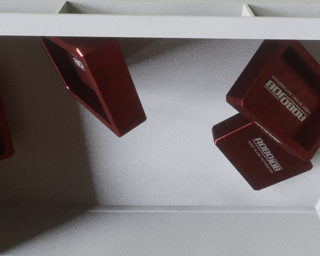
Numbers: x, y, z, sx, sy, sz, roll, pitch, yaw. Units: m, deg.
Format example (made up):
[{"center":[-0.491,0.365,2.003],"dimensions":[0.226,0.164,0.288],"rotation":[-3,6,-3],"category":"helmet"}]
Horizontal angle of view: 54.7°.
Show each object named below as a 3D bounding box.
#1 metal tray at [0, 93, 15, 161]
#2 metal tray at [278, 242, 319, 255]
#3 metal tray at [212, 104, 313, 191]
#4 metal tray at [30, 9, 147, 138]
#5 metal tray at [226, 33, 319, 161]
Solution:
[{"center":[-0.234,-0.006,0.368],"dimensions":[0.091,0.030,0.129],"rotation":[-19,138,-30],"category":"metal tray"},{"center":[0.291,0.298,0.664],"dimensions":[0.091,0.030,0.129],"rotation":[20,127,-17],"category":"metal tray"},{"center":[0.143,0.028,0.431],"dimensions":[0.090,0.030,0.130],"rotation":[-29,125,22],"category":"metal tray"},{"center":[-0.071,-0.056,0.296],"dimensions":[0.030,0.130,0.090],"rotation":[-35,131,-18],"category":"metal tray"},{"center":[0.148,-0.032,0.351],"dimensions":[0.130,0.030,0.090],"rotation":[34,90,-26],"category":"metal tray"}]
